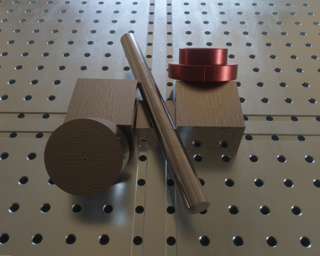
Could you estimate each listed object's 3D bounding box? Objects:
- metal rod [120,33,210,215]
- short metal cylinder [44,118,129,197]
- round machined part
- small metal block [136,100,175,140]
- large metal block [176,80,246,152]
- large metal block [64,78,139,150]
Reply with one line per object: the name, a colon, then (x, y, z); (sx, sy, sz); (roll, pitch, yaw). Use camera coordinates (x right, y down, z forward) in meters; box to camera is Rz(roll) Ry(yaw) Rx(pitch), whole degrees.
metal rod: (-0.006, -0.030, 0.399); (0.025, 0.025, 0.300); (-13, 51, -11)
short metal cylinder: (-0.077, 0.029, 0.339); (0.080, 0.050, 0.079); (0, 93, 1)
round machined part: (0.061, -0.093, 0.443); (0.099, 0.042, 0.098); (1, 15, 0)
small metal block: (-0.005, -0.011, 0.417); (0.050, 0.025, 0.050); (1, 50, 0)
large metal block: (0.061, -0.017, 0.406); (0.081, 0.050, 0.080); (1, 50, 0)
large metal block: (-0.072, -0.019, 0.408); (0.080, 0.050, 0.080); (2, 50, 1)
